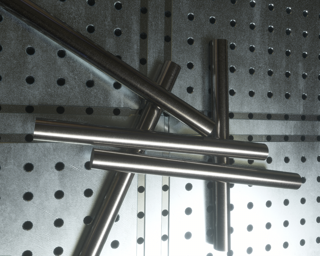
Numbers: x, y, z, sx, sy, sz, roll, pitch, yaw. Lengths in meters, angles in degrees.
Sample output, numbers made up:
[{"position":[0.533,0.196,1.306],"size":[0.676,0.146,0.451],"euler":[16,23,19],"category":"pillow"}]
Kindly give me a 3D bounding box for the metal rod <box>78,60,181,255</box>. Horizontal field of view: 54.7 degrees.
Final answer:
[{"position":[-0.042,0.051,0.398],"size":[0.025,0.025,0.299],"euler":[26,81,-19],"category":"metal rod"}]

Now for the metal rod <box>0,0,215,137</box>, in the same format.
[{"position":[-0.061,-0.077,0.372],"size":[0.301,0.025,0.025],"euler":[32,79,-11],"category":"metal rod"}]

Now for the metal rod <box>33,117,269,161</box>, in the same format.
[{"position":[0.005,0.018,0.387],"size":[0.302,0.025,0.025],"euler":[7,88,-20],"category":"metal rod"}]

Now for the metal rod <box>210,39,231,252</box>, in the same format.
[{"position":[0.087,0.024,0.446],"size":[0.025,0.025,0.298],"euler":[-1,91,-20],"category":"metal rod"}]

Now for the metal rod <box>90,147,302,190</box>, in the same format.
[{"position":[0.062,0.057,0.409],"size":[0.302,0.025,0.025],"euler":[9,87,-20],"category":"metal rod"}]
